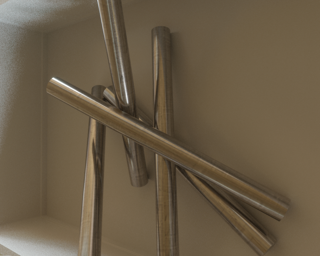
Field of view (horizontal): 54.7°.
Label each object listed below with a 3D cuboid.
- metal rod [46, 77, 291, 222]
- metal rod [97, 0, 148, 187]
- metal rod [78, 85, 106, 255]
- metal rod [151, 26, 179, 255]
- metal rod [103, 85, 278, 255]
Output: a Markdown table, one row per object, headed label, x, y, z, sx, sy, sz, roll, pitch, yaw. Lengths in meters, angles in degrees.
| label | x | y | z | sx | sy | sz | roll | pitch | yaw |
| --- | --- | --- | --- | --- | --- | --- | --- | --- | --- |
| metal rod | -0.005 | 0.014 | 0.347 | 0.301 | 0.025 | 0.025 | 28 | 109 | 16 |
| metal rod | -0.044 | -0.056 | 0.365 | 0.025 | 0.025 | 0.298 | 18 | 126 | 38 |
| metal rod | -0.085 | 0.061 | 0.399 | 0.025 | 0.025 | 0.300 | -35 | 44 | 34 |
| metal rod | 0.005 | 0.018 | 0.372 | 0.025 | 0.025 | 0.299 | -13 | 72 | 39 |
| metal rod | 0.018 | 0.035 | 0.392 | 0.300 | 0.025 | 0.025 | 44 | 116 | 31 |
